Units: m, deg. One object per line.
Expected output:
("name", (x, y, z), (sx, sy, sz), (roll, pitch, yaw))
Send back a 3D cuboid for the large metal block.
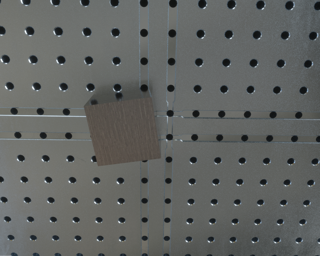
("large metal block", (-0.044, -0.002, 0.399), (0.080, 0.050, 0.080), (-7, 110, 2))
